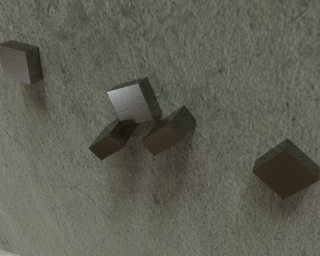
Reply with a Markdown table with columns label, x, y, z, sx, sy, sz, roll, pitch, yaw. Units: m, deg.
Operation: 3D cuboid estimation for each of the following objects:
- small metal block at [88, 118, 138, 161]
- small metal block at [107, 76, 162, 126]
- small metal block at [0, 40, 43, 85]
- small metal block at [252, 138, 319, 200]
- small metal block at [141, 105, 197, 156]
| label | x | y | z | sx | sy | sz | roll | pitch | yaw |
| --- | --- | --- | --- | --- | --- | --- | --- | --- | --- |
| small metal block | -0.064 | 0.012 | 0.428 | 0.050 | 0.050 | 0.025 | -31 | 109 | 38 |
| small metal block | -0.033 | -0.034 | 0.402 | 0.050 | 0.025 | 0.050 | -10 | 113 | 32 |
| small metal block | -0.203 | -0.096 | 0.452 | 0.050 | 0.025 | 0.050 | 17 | 125 | 18 |
| small metal block | 0.146 | 0.048 | 0.359 | 0.050 | 0.025 | 0.050 | 42 | 129 | -1 |
| small metal block | 0.012 | 0.003 | 0.385 | 0.050 | 0.050 | 0.025 | -33 | 100 | 38 |
